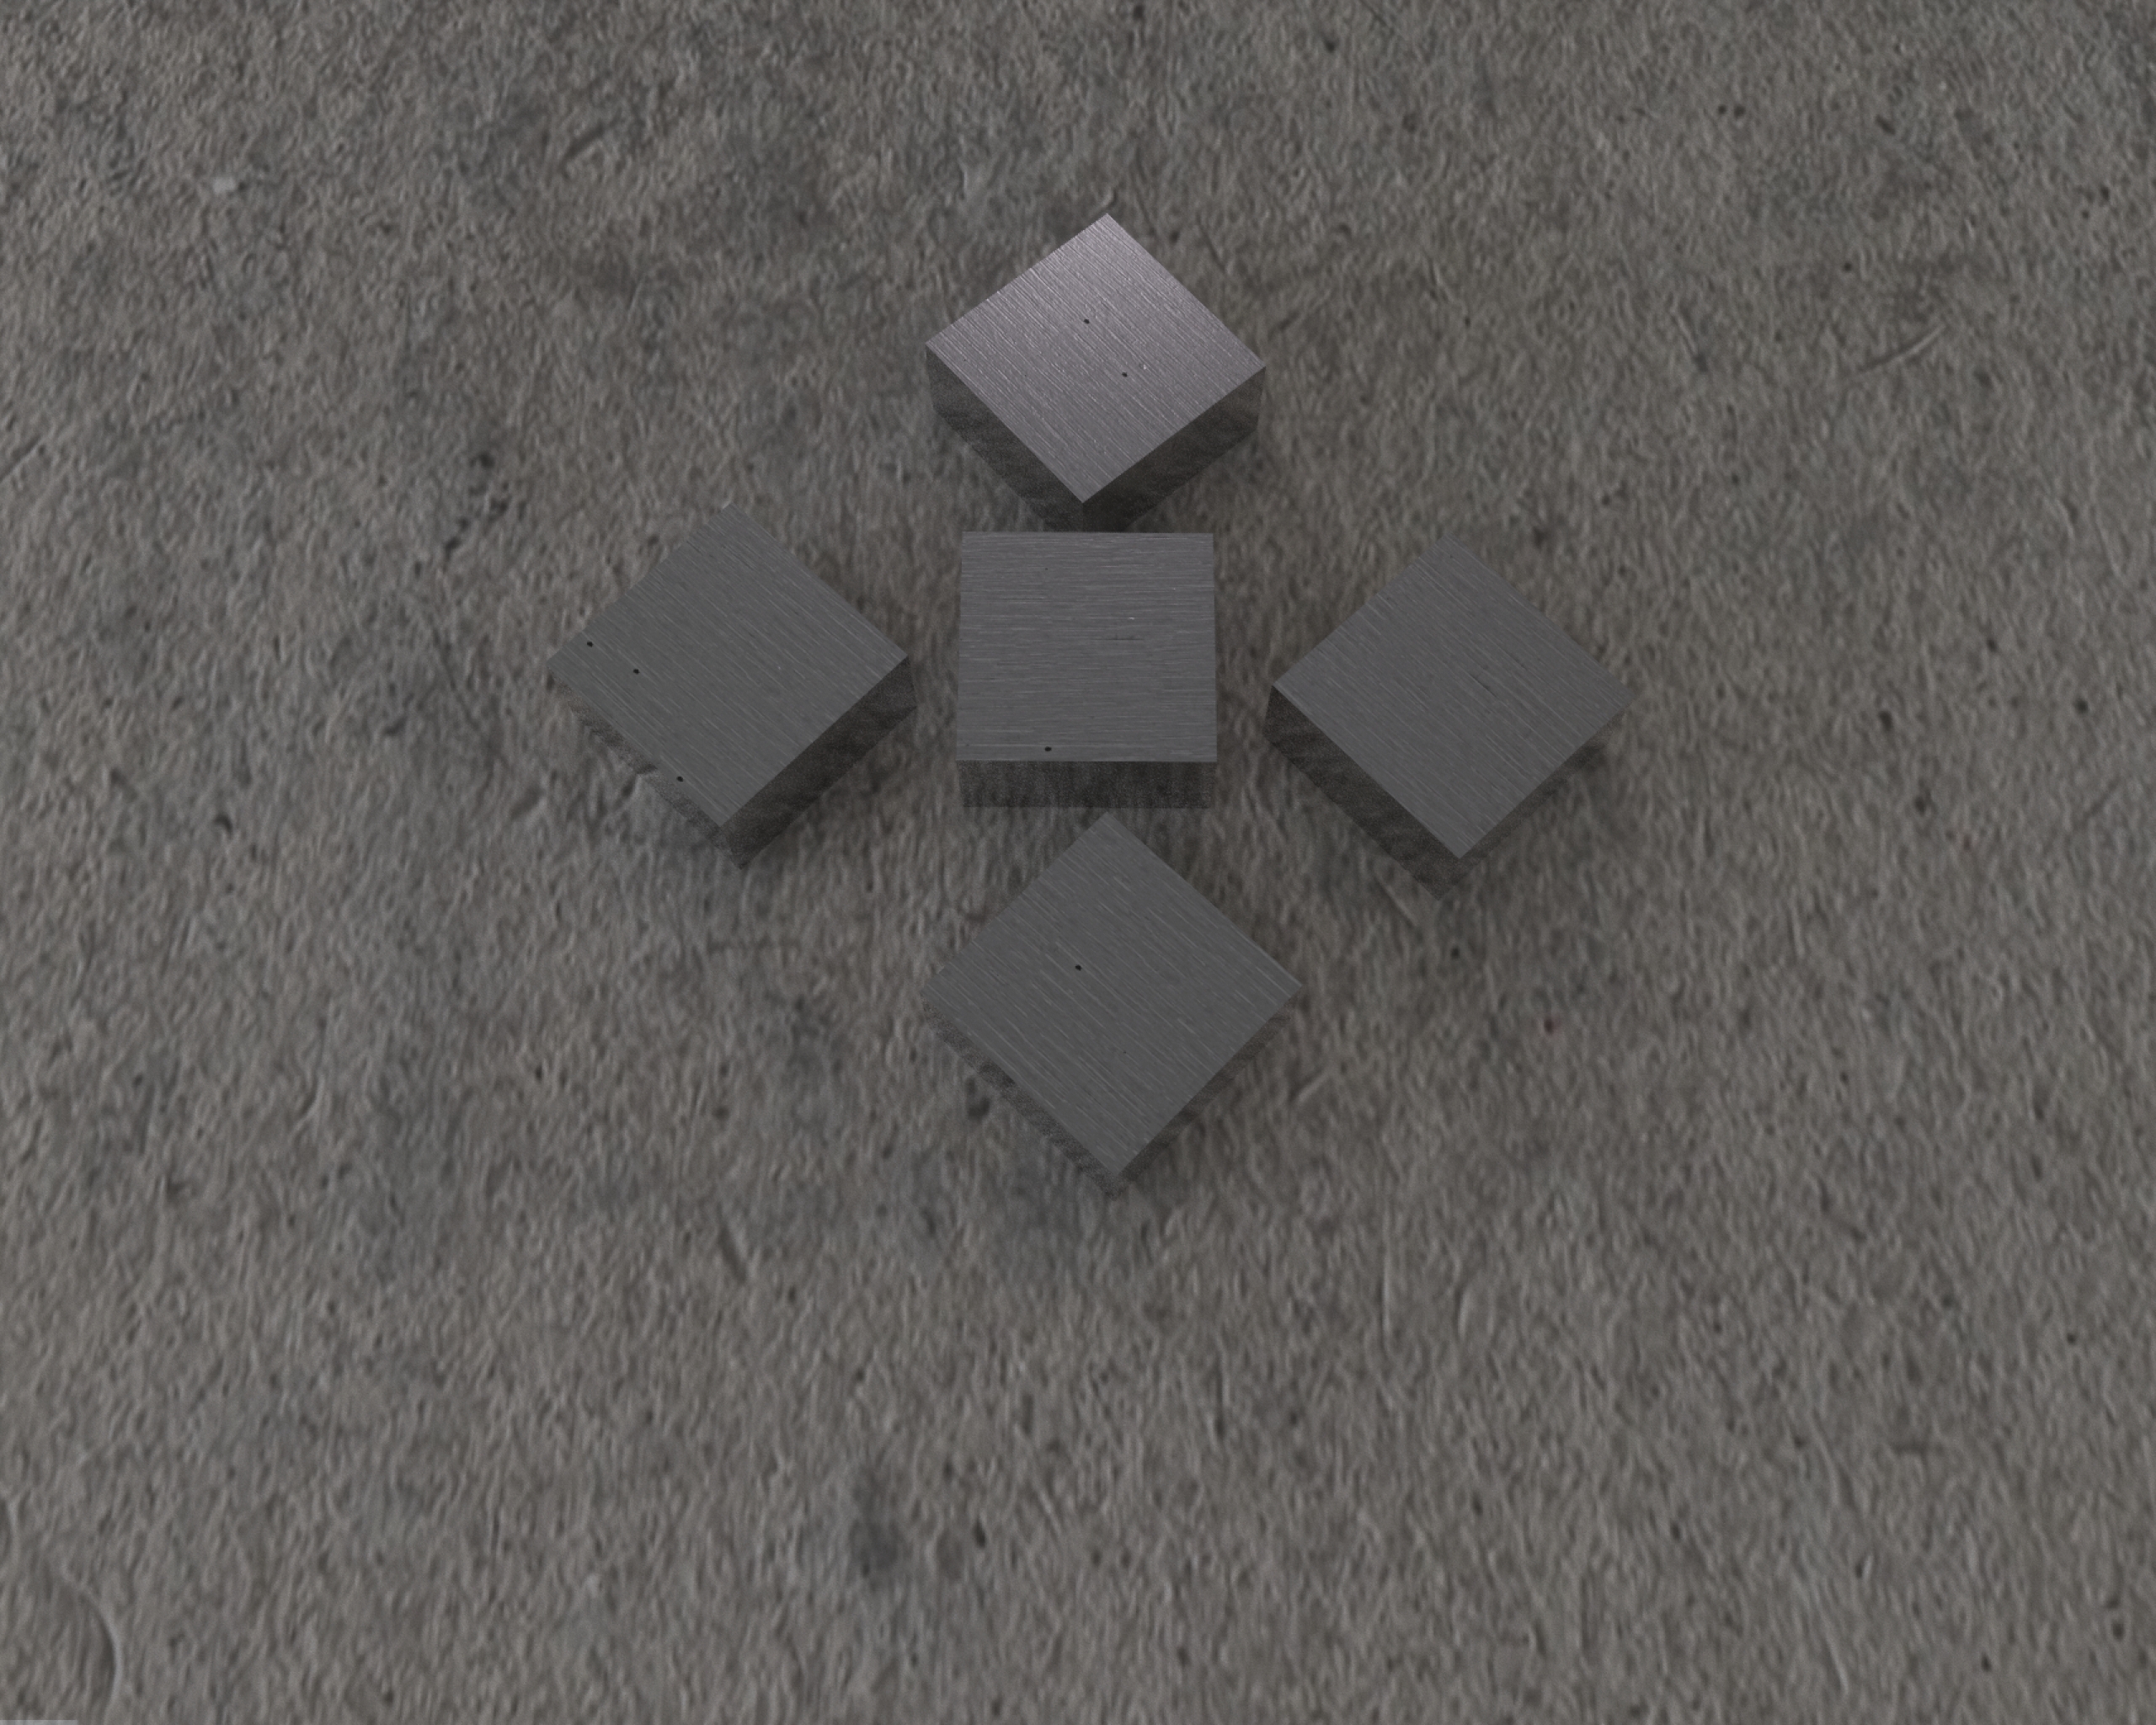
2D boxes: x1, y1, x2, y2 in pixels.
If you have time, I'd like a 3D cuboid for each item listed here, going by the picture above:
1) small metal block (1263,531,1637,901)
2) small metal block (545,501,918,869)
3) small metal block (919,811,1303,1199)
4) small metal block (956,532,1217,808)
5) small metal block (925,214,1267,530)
[{"bbox_3d":[0.074,-0.030,0.419,0.050,0.025,0.050,-41,75,-14],"label":"small metal block"},{"bbox_3d":[-0.069,-0.036,0.420,0.050,0.025,0.050,42,75,13],"label":"small metal block"},{"bbox_3d":[0.006,0.027,0.398,0.050,0.025,0.050,42,75,13],"label":"small metal block"},{"bbox_3d":[0.002,-0.039,0.422,0.050,0.025,0.050,0,70,0],"label":"small metal block"},{"bbox_3d":[0.004,-0.101,0.445,0.050,0.025,0.050,-39,75,-13],"label":"small metal block"}]
